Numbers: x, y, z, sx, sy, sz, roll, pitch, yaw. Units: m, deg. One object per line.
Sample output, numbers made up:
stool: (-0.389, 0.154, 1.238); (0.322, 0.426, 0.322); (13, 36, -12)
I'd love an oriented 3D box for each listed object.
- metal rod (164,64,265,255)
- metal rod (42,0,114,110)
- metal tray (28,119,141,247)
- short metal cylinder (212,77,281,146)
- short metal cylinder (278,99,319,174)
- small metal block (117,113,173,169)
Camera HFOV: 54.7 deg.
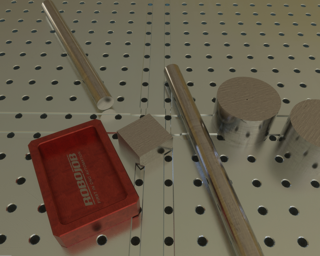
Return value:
metal rod: (0.054, 0.021, 0.390); (0.025, 0.025, 0.300); (-11, 51, -9)
metal rod: (-0.147, -0.136, 0.520); (0.025, 0.025, 0.300); (-22, 54, -18)
metal tray: (-0.089, 0.055, 0.356); (0.091, 0.030, 0.130); (-21, 53, -17)
short metal cylinder: (0.113, -0.023, 0.412); (0.081, 0.050, 0.080); (0, 50, 0)
short metal cylinder: (0.196, 0.010, 0.386); (0.081, 0.050, 0.080); (0, 50, 0)
small metal block: (-0.019, 0.015, 0.394); (0.050, 0.025, 0.050); (-30, 57, -23)
